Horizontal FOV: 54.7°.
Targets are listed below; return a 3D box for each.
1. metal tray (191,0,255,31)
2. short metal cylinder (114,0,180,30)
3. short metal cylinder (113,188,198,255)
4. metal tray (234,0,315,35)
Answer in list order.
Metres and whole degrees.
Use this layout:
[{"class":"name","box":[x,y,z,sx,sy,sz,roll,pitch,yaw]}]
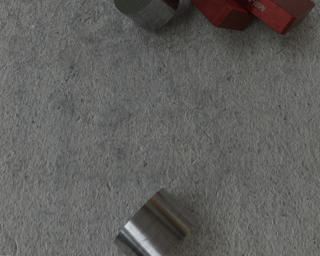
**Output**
[{"class":"metal tray","box":[0.072,-0.199,0.451,0.091,0.030,0.130,-16,64,-50]},{"class":"short metal cylinder","box":[-0.019,-0.189,0.445,0.080,0.050,0.080,-7,76,31]},{"class":"short metal cylinder","box":[-0.004,0.112,0.338,0.050,0.080,0.080,41,75,13]},{"class":"metal tray","box":[0.154,-0.198,0.457,0.130,0.030,0.091,43,49,12]}]
